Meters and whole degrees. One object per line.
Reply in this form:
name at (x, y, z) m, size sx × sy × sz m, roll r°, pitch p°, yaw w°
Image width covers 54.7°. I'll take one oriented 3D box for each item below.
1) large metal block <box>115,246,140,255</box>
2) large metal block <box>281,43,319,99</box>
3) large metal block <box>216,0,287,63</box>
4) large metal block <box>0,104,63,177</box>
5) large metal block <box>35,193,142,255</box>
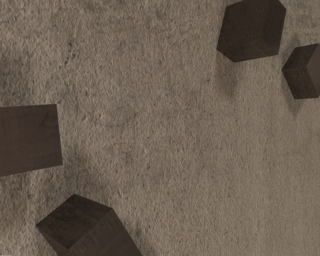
large metal block at (-0.033, 0.202, 0.363) m, size 0.080 × 0.050 × 0.080 m, roll -51°, pitch 120°, yaw -28°
large metal block at (0.308, -0.118, 0.651) m, size 0.080 × 0.050 × 0.080 m, roll -52°, pitch 121°, yaw -28°
large metal block at (0.145, -0.157, 0.493) m, size 0.050 × 0.080 × 0.080 m, roll 24°, pitch 75°, yaw -38°
large metal block at (-0.138, 0.009, 0.254) m, size 0.081 × 0.080 × 0.050 m, roll -8°, pitch 96°, yaw -40°
large metal block at (-0.069, 0.120, 0.313) m, size 0.050 × 0.080 × 0.080 m, roll -40°, pitch 115°, yaw -33°
